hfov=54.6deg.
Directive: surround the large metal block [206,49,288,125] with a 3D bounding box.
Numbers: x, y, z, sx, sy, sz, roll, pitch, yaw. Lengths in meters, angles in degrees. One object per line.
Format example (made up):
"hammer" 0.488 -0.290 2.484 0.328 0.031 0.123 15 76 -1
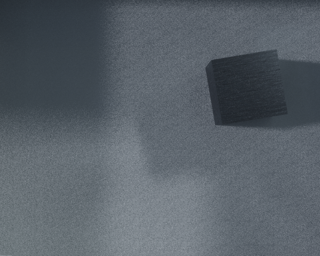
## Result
"large metal block" 0.108 -0.050 0.400 0.080 0.050 0.080 -10 90 0
